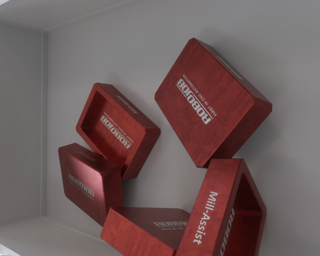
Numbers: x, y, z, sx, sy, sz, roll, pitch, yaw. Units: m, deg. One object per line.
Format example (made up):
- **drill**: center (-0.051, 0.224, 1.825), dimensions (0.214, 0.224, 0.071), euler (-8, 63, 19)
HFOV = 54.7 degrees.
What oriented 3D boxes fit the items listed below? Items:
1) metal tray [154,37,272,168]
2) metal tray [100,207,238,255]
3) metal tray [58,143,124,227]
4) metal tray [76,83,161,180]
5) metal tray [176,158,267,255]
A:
- **metal tray**: center (0.049, -0.029, 0.340), dimensions (0.089, 0.030, 0.130), euler (-56, 41, 25)
- **metal tray**: center (0.015, 0.115, 0.323), dimensions (0.090, 0.131, 0.030), euler (19, 89, 39)
- **metal tray**: center (-0.106, 0.083, 0.467), dimensions (0.130, 0.030, 0.089), euler (18, 118, 45)
- **metal tray**: center (-0.067, 0.003, 0.458), dimensions (0.130, 0.030, 0.089), euler (42, 115, 31)
- **metal tray**: center (0.057, 0.102, 0.273), dimensions (0.030, 0.130, 0.090), euler (-4, 133, 35)
